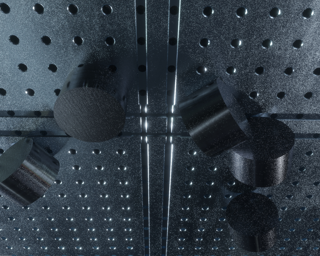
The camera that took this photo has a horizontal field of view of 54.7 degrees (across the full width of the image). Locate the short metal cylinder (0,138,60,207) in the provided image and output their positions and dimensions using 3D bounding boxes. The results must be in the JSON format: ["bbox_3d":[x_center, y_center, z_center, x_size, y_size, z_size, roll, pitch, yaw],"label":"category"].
[{"bbox_3d":[-0.187,0.060,0.424,0.080,0.080,0.050,-25,126,19],"label":"short metal cylinder"}]

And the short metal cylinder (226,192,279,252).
[{"bbox_3d":[0.152,0.153,0.508,0.080,0.080,0.050,-12,129,9],"label":"short metal cylinder"}]

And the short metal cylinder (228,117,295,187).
[{"bbox_3d":[0.129,0.030,0.402,0.080,0.080,0.050,-8,130,7],"label":"short metal cylinder"}]

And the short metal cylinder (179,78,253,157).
[{"bbox_3d":[0.066,-0.012,0.366,0.050,0.080,0.080,-30,124,23],"label":"short metal cylinder"}]

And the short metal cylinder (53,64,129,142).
[{"bbox_3d":[-0.079,-0.029,0.370,0.081,0.050,0.079,0,130,0],"label":"short metal cylinder"}]
